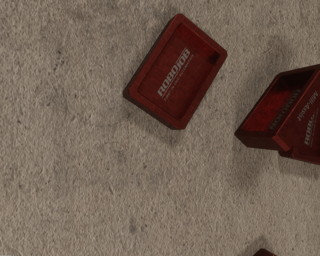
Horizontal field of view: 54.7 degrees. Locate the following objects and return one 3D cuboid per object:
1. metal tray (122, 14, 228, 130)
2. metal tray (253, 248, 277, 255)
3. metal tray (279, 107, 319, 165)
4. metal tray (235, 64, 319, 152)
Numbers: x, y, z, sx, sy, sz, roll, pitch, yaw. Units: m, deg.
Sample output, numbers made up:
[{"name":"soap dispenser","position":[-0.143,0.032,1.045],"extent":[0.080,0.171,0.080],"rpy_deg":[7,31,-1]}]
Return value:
[{"name":"metal tray","position":[0.022,-0.073,0.415],"extent":[0.090,0.030,0.130],"rpy_deg":[34,79,-17]},{"name":"metal tray","position":[0.161,0.263,0.468],"extent":[0.090,0.030,0.130],"rpy_deg":[-33,101,-17]},{"name":"metal tray","position":[0.248,-0.009,0.500],"extent":[0.091,0.030,0.129],"rpy_deg":[13,85,-20]},{"name":"metal tray","position":[0.175,-0.029,0.440],"extent":[0.030,0.090,0.130],"rpy_deg":[43,76,-16]}]
